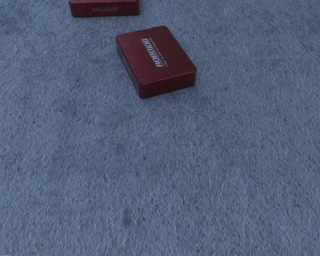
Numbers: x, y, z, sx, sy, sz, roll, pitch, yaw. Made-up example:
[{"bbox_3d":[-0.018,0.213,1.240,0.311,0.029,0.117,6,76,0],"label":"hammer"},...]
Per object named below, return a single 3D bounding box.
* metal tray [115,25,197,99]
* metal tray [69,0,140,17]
[{"bbox_3d":[-0.009,-0.109,0.491,0.091,0.030,0.130,-16,52,-14],"label":"metal tray"},{"bbox_3d":[-0.108,-0.259,0.616,0.131,0.030,0.090,-3,50,-3],"label":"metal tray"}]
